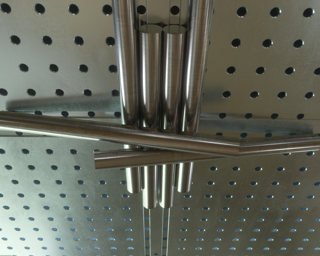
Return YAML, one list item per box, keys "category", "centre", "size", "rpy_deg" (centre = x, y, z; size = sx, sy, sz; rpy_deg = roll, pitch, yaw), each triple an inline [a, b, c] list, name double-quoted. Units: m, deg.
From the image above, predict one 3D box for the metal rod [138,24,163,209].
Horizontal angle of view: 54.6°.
- category: "metal rod"
  centre: [-0.013, 0.011, 0.419]
  size: [0.025, 0.025, 0.298]
  rpy_deg: [1, 130, -1]

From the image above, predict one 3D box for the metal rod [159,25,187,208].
- category: "metal rod"
  centre: [0.013, 0.010, 0.422]
  size: [0.025, 0.025, 0.298]
  rpy_deg: [1, 130, -1]

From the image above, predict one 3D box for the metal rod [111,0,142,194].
- category: "metal rod"
  centre: [-0.037, -0.020, 0.393]
  size: [0.025, 0.025, 0.298]
  rpy_deg: [1, 130, -1]

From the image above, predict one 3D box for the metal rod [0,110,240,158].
- category: "metal rod"
  centre: [-0.056, 0.007, 0.386]
  size: [0.301, 0.025, 0.025]
  rpy_deg: [7, 131, 6]

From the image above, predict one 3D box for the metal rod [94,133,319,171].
- category: "metal rod"
  centre: [0.068, 0.030, 0.411]
  size: [0.302, 0.025, 0.025]
  rpy_deg: [-4, 131, -8]

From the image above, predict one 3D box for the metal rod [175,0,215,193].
- category: "metal rod"
  centre: [0.039, -0.021, 0.392]
  size: [0.025, 0.025, 0.298]
  rpy_deg: [1, 130, -1]
